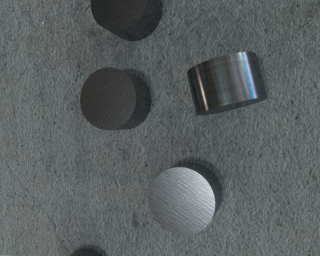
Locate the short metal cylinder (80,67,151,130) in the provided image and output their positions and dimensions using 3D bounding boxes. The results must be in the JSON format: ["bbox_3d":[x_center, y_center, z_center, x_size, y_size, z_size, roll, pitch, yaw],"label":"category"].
[{"bbox_3d":[-0.058,-0.037,0.416,0.080,0.050,0.080,0,90,20],"label":"short metal cylinder"}]

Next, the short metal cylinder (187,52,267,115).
[{"bbox_3d":[0.075,-0.048,0.353,0.080,0.080,0.050,-14,85,19],"label":"short metal cylinder"}]

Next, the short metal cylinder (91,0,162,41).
[{"bbox_3d":[-0.043,-0.161,0.411,0.080,0.050,0.080,0,90,20],"label":"short metal cylinder"}]

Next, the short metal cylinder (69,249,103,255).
[{"bbox_3d":[-0.113,0.219,0.436,0.080,0.050,0.080,0,90,20],"label":"short metal cylinder"}]

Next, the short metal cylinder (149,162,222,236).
[{"bbox_3d":[0.033,0.085,0.384,0.080,0.050,0.080,0,90,20],"label":"short metal cylinder"}]
